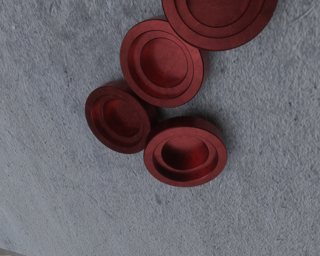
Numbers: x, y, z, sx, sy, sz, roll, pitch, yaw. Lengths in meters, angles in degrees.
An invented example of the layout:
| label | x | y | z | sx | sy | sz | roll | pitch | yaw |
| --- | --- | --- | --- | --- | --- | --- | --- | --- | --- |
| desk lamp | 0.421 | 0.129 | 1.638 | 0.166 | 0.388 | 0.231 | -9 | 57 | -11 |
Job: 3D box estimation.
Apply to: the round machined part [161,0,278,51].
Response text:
| label | x | y | z | sx | sy | sz | roll | pitch | yaw |
| --- | --- | --- | --- | --- | --- | --- | --- | --- | --- |
| round machined part | 0.052 | -0.118 | 0.279 | 0.099 | 0.042 | 0.097 | 1 | 102 | 6 |

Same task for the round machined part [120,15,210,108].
| label | x | y | z | sx | sy | sz | roll | pitch | yaw |
| --- | --- | --- | --- | --- | --- | --- | --- | --- | --- |
| round machined part | 0.008 | -0.075 | 0.345 | 0.098 | 0.042 | 0.097 | 13 | 124 | 21 |

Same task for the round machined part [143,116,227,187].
| label | x | y | z | sx | sy | sz | roll | pitch | yaw |
| --- | --- | --- | --- | --- | --- | --- | --- | --- | --- |
| round machined part | 0.030 | 0.024 | 0.381 | 0.099 | 0.042 | 0.097 | 1 | 127 | 2 |

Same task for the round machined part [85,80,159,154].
| label | x | y | z | sx | sy | sz | roll | pitch | yaw |
| --- | --- | --- | --- | --- | --- | --- | --- | --- | --- |
| round machined part | -0.046 | -0.017 | 0.409 | 0.098 | 0.042 | 0.097 | 13 | 124 | 21 |
